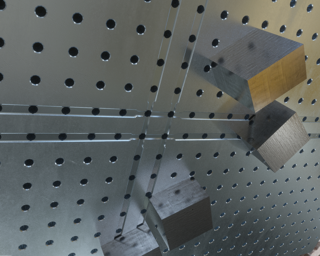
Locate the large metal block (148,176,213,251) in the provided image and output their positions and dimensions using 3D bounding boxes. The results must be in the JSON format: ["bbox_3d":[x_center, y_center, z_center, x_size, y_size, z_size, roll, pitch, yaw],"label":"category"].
[{"bbox_3d":[0.035,0.137,0.498,0.080,0.050,0.080,-22,127,-15],"label":"large metal block"}]

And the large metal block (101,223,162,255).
[{"bbox_3d":[-0.040,0.215,0.505,0.080,0.050,0.080,-24,127,-14],"label":"large metal block"}]

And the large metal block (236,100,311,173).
[{"bbox_3d":[0.185,0.014,0.503,0.080,0.050,0.080,-45,129,3],"label":"large metal block"}]

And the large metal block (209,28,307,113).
[{"bbox_3d":[0.123,-0.076,0.395,0.080,0.080,0.050,-33,129,-7],"label":"large metal block"}]
